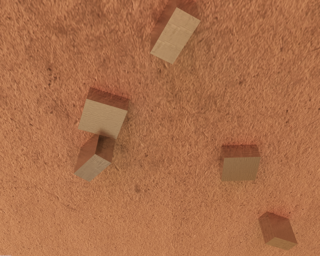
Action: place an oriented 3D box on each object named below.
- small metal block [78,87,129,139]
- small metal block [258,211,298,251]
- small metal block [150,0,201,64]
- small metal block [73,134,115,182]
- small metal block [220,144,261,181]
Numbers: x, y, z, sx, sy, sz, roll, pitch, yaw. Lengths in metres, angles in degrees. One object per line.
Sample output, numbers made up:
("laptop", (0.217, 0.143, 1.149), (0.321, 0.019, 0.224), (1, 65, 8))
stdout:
("small metal block", (-0.071, -0.018, 0.391), (0.050, 0.025, 0.050), (16, 128, -14))
("small metal block", (0.208, 0.182, 0.548), (0.050, 0.050, 0.025), (21, 127, -17))
("small metal block", (0.013, -0.100, 0.306), (0.025, 0.050, 0.050), (23, 126, -18))
("small metal block", (-0.088, 0.037, 0.421), (0.025, 0.050, 0.050), (34, 122, -26))
("small metal block", (0.115, 0.051, 0.452), (0.050, 0.025, 0.050), (-2, 130, 1))
